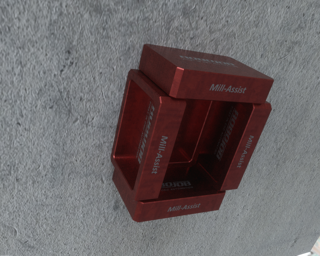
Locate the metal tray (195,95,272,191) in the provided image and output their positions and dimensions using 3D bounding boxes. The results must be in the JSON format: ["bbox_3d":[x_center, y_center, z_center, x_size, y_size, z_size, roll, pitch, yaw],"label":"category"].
[{"bbox_3d":[0.087,0.008,0.420,0.030,0.090,0.129,1,118,-29],"label":"metal tray"}]

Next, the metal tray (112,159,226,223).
[{"bbox_3d":[0.012,0.078,0.422,0.131,0.090,0.030,1,118,-29],"label":"metal tray"}]

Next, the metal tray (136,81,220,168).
[{"bbox_3d":[0.021,-0.007,0.413,0.091,0.030,0.129,1,118,-29],"label":"metal tray"}]

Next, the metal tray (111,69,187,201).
[{"bbox_3d":[-0.019,0.007,0.361,0.030,0.090,0.129,1,118,-29],"label":"metal tray"}]

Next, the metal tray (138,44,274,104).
[{"bbox_3d":[0.052,-0.062,0.357,0.131,0.090,0.030,1,118,-29],"label":"metal tray"}]
